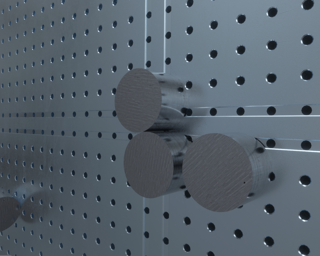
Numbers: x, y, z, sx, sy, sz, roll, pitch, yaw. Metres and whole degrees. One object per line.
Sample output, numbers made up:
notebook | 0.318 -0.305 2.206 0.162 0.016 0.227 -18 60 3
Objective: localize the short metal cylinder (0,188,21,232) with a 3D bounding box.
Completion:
short metal cylinder | -0.347 0.173 0.655 0.050 0.081 0.079 20 103 38

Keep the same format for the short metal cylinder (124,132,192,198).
short metal cylinder | 0.000 0.044 0.391 0.080 0.050 0.079 0 90 40

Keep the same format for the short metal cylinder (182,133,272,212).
short metal cylinder | 0.071 0.045 0.333 0.080 0.050 0.079 0 90 39

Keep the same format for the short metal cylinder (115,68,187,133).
short metal cylinder | -0.013 -0.034 0.402 0.080 0.050 0.079 0 90 39
